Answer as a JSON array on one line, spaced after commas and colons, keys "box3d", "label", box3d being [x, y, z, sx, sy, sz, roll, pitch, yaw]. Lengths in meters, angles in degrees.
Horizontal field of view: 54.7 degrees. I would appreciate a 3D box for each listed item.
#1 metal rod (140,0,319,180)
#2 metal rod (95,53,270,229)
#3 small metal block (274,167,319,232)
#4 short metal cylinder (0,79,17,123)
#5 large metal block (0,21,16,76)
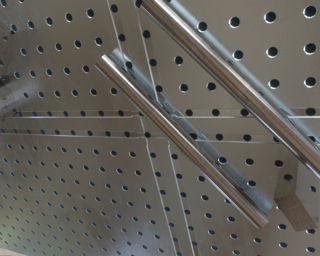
[{"box3d": [0.097, -0.035, 0.337, 0.300, 0.025, 0.025, 43, 129, -2], "label": "metal rod"}, {"box3d": [0.032, 0.019, 0.405, 0.300, 0.025, 0.025, 45, 129, -4], "label": "metal rod"}, {"box3d": [0.160, 0.082, 0.361, 0.025, 0.050, 0.050, -28, 103, 37], "label": "small metal block"}, {"box3d": [-0.291, -0.042, 0.520, 0.080, 0.050, 0.079, 13, 124, 20], "label": "short metal cylinder"}, {"box3d": [-0.270, -0.125, 0.457, 0.080, 0.050, 0.080, 38, 129, 2], "label": "large metal block"}]
